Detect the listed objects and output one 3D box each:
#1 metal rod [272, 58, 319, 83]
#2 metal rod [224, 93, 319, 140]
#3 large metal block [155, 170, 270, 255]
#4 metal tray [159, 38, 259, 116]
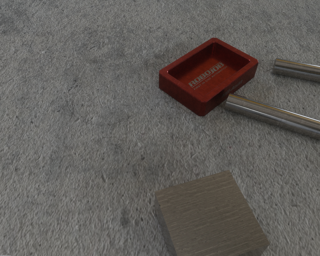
[{"bbox_3d":[0.324,-0.062,0.459,0.301,0.025,0.025,14,51,11],"label":"metal rod"},{"bbox_3d":[0.232,0.011,0.396,0.301,0.025,0.025,20,53,15],"label":"metal rod"},{"bbox_3d":[0.045,0.098,0.306,0.081,0.050,0.080,-14,52,-12],"label":"large metal block"},{"bbox_3d":[0.073,-0.082,0.469,0.131,0.030,0.090,-37,59,-27],"label":"metal tray"}]
